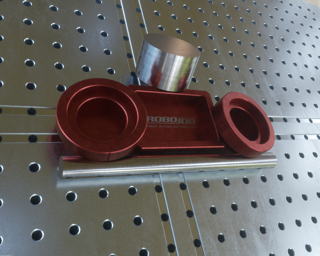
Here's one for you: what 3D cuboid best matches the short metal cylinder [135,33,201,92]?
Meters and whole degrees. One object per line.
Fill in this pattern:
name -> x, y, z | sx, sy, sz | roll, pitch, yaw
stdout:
short metal cylinder -> 0.010, -0.092, 0.430 | 0.081, 0.050, 0.080 | 14, 31, -8

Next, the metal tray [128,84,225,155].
metal tray -> 0.017, -0.009, 0.414 | 0.131, 0.030, 0.090 | 1, 62, -28

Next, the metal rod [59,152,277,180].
metal rod -> 0.031, 0.045, 0.392 | 0.303, 0.025, 0.025 | 2, 61, -28

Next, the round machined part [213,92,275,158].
round machined part -> 0.115, -0.001, 0.448 | 0.099, 0.042, 0.098 | 20, 50, -25

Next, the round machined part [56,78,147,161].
round machined part -> -0.067, -0.006, 0.354 | 0.099, 0.042, 0.098 | 9, 57, -14
